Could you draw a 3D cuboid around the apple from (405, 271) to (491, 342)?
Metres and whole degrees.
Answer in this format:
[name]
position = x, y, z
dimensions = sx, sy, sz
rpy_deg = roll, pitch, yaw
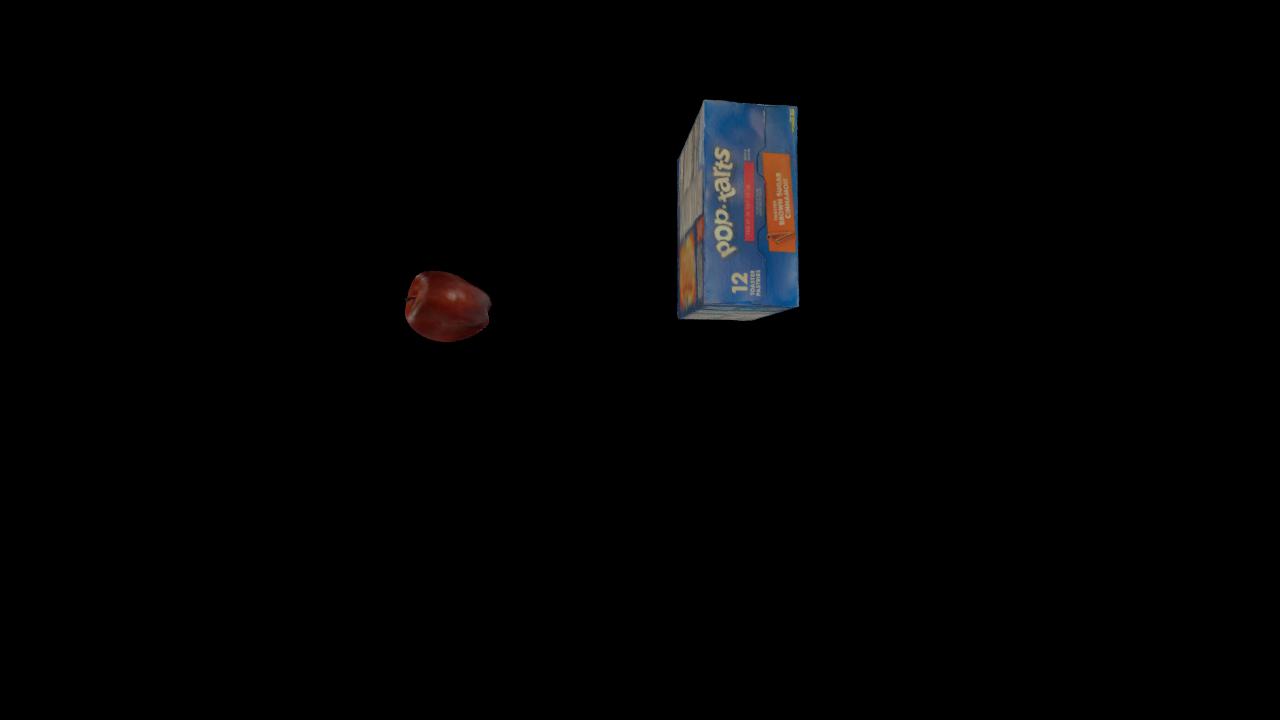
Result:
[apple]
position = -0.218, -0.059, 0.693
dimensions = 0.093, 0.079, 0.079
rpy_deg = 13, -8, -36

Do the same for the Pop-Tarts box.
[Pop-Tarts box]
position = 0.084, -0.124, 0.561
dimensions = 0.083, 0.167, 0.141
rpy_deg = -1, -1, -5
